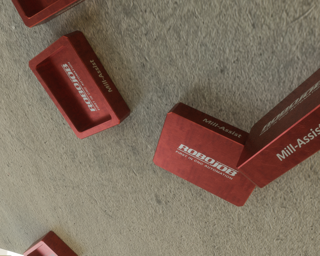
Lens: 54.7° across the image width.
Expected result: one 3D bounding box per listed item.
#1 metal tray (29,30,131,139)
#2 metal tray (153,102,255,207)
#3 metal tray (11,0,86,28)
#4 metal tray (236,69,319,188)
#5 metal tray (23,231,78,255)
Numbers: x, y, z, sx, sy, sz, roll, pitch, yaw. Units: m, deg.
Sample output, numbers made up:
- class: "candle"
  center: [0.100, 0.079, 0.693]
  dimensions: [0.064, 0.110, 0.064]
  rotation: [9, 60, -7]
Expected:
- class: "metal tray"
  center: [-0.111, -0.055, 0.428]
  dimensions: [0.090, 0.030, 0.130]
  rotation: [-20, 108, 35]
- class: "metal tray"
  center: [0.063, 0.034, 0.392]
  dimensions: [0.130, 0.030, 0.089]
  rotation: [26, 128, 12]
- class: "metal tray"
  center: [-0.128, -0.183, 0.357]
  dimensions: [0.130, 0.030, 0.090]
  rotation: [-12, 113, 33]
- class: "metal tray"
  center: [0.133, -0.009, 0.288]
  dimensions: [0.030, 0.090, 0.129]
  rotation: [41, 129, 0]
- class: "metal tray"
  center: [-0.257, 0.299, 0.723]
  dimensions: [0.090, 0.030, 0.129]
  rotation: [47, 129, -5]
